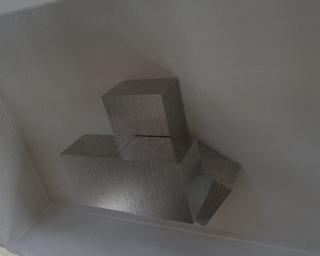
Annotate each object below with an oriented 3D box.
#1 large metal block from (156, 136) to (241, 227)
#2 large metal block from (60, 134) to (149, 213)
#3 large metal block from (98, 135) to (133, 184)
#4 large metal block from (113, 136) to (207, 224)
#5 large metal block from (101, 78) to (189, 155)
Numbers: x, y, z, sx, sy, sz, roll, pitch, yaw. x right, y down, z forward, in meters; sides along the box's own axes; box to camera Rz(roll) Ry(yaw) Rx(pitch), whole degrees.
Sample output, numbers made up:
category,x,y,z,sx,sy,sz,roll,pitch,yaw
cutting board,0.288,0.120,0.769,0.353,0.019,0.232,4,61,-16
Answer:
category,x,y,z,sx,sy,sz,roll,pitch,yaw
large metal block,0.047,0.070,0.407,0.080,0.050,0.079,30,128,9
large metal block,-0.068,0.055,0.396,0.080,0.050,0.080,1,119,28
large metal block,-0.048,0.064,0.455,0.080,0.050,0.080,-29,103,37
large metal block,0.003,0.058,0.358,0.080,0.050,0.080,1,119,28
large metal block,-0.016,-0.015,0.390,0.080,0.050,0.080,2,119,27
